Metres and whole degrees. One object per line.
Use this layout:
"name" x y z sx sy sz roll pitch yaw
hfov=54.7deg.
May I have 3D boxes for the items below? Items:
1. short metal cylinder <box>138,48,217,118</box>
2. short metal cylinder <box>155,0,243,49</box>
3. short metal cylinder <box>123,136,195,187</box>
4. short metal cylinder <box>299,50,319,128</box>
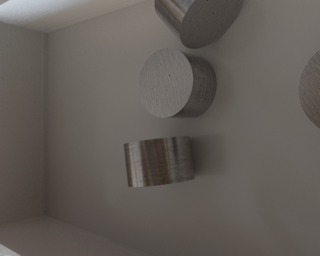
"short metal cylinder" 0.021 -0.052 0.374 0.080 0.050 0.080 0 90 40
"short metal cylinder" 0.042 -0.134 0.337 0.080 0.081 0.050 -50 61 28
"short metal cylinder" -0.001 0.040 0.372 0.080 0.081 0.050 -11 83 39
"short metal cylinder" 0.164 -0.032 0.255 0.080 0.050 0.080 0 90 40
